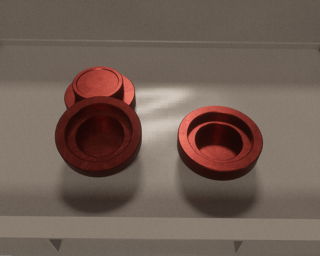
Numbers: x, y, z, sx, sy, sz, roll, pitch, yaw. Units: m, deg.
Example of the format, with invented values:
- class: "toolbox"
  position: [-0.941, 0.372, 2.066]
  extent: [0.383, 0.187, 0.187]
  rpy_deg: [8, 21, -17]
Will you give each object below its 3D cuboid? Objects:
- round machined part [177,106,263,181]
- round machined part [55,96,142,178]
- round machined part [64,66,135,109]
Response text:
- class: "round machined part"
  position: [0.070, 0.022, 0.377]
  extent: [0.099, 0.042, 0.098]
  rpy_deg: [0, 50, 0]
- class: "round machined part"
  position: [-0.071, 0.013, 0.373]
  extent: [0.099, 0.042, 0.098]
  rpy_deg: [1, 62, -2]
- class: "round machined part"
  position: [-0.084, -0.049, 0.435]
  extent: [0.099, 0.042, 0.098]
  rpy_deg: [0, 50, 0]
